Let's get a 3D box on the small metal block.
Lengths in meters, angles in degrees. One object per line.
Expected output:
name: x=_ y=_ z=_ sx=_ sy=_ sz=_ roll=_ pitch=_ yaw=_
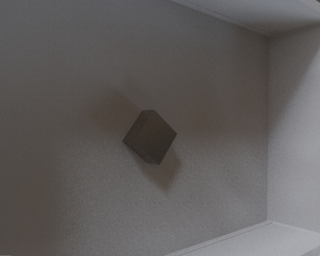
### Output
small metal block: x=-0.012 y=0.012 z=0.399 sx=0.050 sy=0.025 sz=0.050 roll=46 pitch=62 yaw=-31
